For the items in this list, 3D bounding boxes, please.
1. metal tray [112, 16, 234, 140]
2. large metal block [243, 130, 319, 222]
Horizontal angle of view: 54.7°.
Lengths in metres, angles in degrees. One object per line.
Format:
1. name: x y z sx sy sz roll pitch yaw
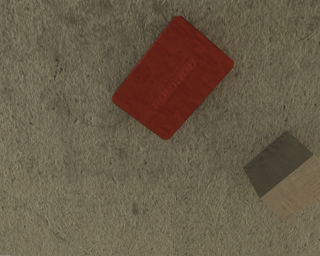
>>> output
1. metal tray: 0.014 -0.060 0.385 0.090 0.030 0.130 37 106 -13
2. large metal block: 0.165 0.060 0.404 0.050 0.080 0.080 42 105 -14
